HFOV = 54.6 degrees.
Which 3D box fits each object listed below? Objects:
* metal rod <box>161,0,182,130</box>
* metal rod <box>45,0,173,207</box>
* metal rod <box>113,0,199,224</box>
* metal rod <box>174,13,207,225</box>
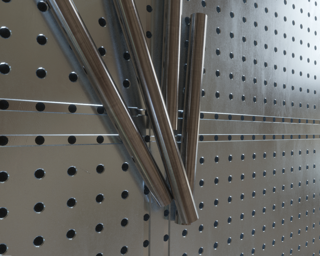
[{"bbox_3d":[0.017,-0.147,0.421,0.025,0.025,0.298,4,88,-40],"label":"metal rod"},{"bbox_3d":[-0.054,-0.030,0.362,0.025,0.025,0.299,-40,114,-33],"label":"metal rod"},{"bbox_3d":[-0.004,-0.021,0.389,0.025,0.025,0.299,-23,100,-38],"label":"metal rod"},{"bbox_3d":[0.045,-0.015,0.445,0.025,0.025,0.299,8,85,-40],"label":"metal rod"}]
